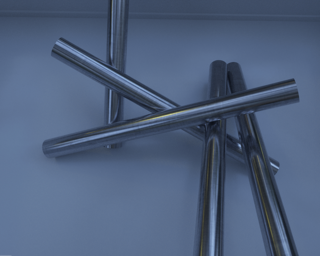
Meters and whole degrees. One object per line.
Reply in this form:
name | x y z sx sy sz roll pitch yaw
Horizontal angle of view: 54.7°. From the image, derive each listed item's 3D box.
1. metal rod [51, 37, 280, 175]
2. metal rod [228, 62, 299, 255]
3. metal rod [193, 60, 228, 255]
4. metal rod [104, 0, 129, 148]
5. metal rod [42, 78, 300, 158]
metal rod | 0.013 -0.020 0.373 0.301 0.025 0.025 29 72 -8
metal rod | 0.103 0.023 0.339 0.025 0.025 0.300 1 45 0
metal rod | 0.057 0.026 0.327 0.025 0.025 0.300 10 48 3
metal rod | -0.052 -0.123 0.377 0.025 0.025 0.298 4 100 1
metal rod | -0.004 -0.005 0.354 0.301 0.025 0.025 -13 69 18
